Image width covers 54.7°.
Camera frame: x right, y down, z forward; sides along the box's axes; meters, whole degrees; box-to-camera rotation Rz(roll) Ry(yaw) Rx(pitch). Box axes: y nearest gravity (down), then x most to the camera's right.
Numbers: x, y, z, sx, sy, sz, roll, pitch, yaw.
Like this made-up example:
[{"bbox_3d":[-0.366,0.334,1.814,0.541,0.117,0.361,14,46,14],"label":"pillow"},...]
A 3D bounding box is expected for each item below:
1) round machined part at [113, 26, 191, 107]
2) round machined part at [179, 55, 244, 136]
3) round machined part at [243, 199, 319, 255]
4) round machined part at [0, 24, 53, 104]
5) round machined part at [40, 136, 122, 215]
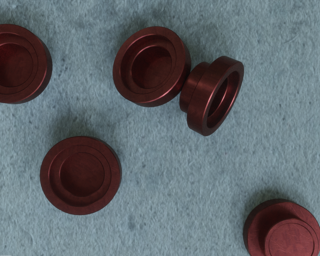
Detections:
[{"bbox_3d":[-0.007,-0.073,0.388,0.098,0.042,0.098,-6,75,25],"label":"round machined part"},{"bbox_3d":[0.060,-0.042,0.379,0.042,0.098,0.098,29,90,25],"label":"round machined part"},{"bbox_3d":[0.163,0.146,0.404,0.099,0.042,0.097,0,90,-1],"label":"round machined part"},{"bbox_3d":[-0.188,-0.079,0.399,0.099,0.042,0.097,0,90,-1],"label":"round machined part"},{"bbox_3d":[-0.098,0.059,0.400,0.099,0.042,0.097,0,90,-1],"label":"round machined part"}]
